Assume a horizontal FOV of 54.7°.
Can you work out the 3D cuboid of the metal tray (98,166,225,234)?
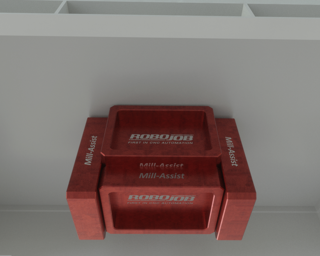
[{"bbox_3d":[0.001,0.085,0.357,0.131,0.030,0.089,0,130,-1],"label":"metal tray"}]

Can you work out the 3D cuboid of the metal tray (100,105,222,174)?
[{"bbox_3d":[0.002,0.012,0.372,0.131,0.090,0.030,1,131,0],"label":"metal tray"}]

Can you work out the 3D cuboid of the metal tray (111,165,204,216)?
[{"bbox_3d":[0.001,0.079,0.430,0.131,0.090,0.030,0,130,-1],"label":"metal tray"}]

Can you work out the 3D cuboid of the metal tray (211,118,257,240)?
[{"bbox_3d":[0.083,0.060,0.389,0.030,0.130,0.089,1,131,-1],"label":"metal tray"}]

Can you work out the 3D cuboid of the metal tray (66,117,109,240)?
[{"bbox_3d":[-0.080,0.059,0.387,0.030,0.130,0.089,0,131,0],"label":"metal tray"}]
